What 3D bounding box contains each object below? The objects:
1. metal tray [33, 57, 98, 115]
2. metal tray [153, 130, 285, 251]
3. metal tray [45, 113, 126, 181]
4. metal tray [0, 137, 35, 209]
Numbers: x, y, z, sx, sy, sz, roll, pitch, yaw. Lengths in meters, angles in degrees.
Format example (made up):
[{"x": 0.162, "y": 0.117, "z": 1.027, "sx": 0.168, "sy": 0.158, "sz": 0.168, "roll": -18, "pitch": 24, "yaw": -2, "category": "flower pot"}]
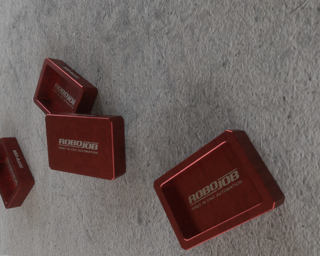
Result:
[{"x": -0.169, "y": -0.056, "z": 0.540, "sx": 0.130, "sy": 0.030, "sz": 0.089, "roll": 37, "pitch": 113, "yaw": 33, "category": "metal tray"}, {"x": 0.059, "y": 0.072, "z": 0.352, "sx": 0.129, "sy": 0.030, "sz": 0.090, "roll": -40, "pitch": 66, "yaw": 32, "category": "metal tray"}, {"x": -0.115, "y": 0.024, "z": 0.473, "sx": 0.130, "sy": 0.030, "sz": 0.089, "roll": 4, "pitch": 101, "yaw": 28, "category": "metal tray"}, {"x": -0.322, "y": 0.095, "z": 0.667, "sx": 0.090, "sy": 0.030, "sz": 0.130, "roll": -51, "pitch": 60, "yaw": 28, "category": "metal tray"}]
